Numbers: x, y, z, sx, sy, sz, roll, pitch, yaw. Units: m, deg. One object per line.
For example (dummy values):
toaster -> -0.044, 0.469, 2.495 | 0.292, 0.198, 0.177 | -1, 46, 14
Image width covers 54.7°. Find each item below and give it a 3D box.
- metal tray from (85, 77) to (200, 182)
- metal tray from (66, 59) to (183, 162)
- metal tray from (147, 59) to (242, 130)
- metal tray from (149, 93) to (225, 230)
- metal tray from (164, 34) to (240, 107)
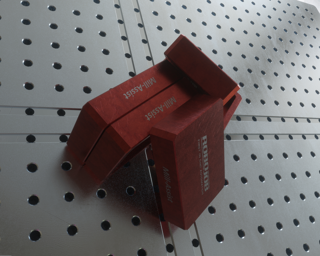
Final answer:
metal tray -> -0.017, 0.000, 0.356 | 0.030, 0.090, 0.131 | 49, 51, 5
metal tray -> -0.039, -0.021, 0.359 | 0.030, 0.090, 0.131 | 49, 51, 5
metal tray -> 0.053, -0.056, 0.468 | 0.130, 0.030, 0.090 | 40, 51, -2
metal tray -> 0.037, 0.038, 0.347 | 0.030, 0.129, 0.091 | 18, 40, 36
metal tray -> 0.052, -0.069, 0.407 | 0.090, 0.030, 0.130 | 43, 6, 1
